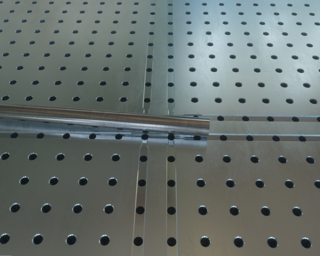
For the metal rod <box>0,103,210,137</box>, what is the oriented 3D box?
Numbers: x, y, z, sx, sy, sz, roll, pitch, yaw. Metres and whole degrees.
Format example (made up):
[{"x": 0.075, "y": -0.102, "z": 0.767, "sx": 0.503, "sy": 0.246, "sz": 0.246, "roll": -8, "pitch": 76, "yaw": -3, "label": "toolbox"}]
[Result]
[{"x": -0.086, "y": -0.012, "z": 0.417, "sx": 0.301, "sy": 0.025, "sz": 0.025, "roll": 4, "pitch": 50, "yaw": 3, "label": "metal rod"}]
